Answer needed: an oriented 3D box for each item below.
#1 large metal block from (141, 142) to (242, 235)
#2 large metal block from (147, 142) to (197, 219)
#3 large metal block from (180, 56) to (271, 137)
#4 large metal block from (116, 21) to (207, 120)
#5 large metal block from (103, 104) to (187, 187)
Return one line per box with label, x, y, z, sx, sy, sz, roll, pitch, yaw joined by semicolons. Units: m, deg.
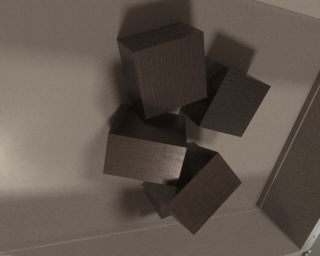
large metal block;0.035;0.067;0.373;0.080;0.080;0.050;-44;110;-13
large metal block;0.027;0.076;0.456;0.081;0.050;0.079;-15;125;-20
large metal block;0.087;-0.040;0.417;0.081;0.050;0.079;13;112;-34
large metal block;0.004;-0.067;0.355;0.081;0.050;0.079;-21;127;-16
large metal block;-0.015;0.017;0.358;0.081;0.080;0.050;11;116;-2
